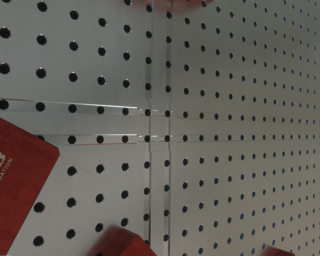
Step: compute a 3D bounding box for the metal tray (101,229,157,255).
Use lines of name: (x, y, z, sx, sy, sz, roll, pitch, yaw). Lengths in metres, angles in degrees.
metal tray: (-0.052, 0.199, 0.362, 0.130, 0.030, 0.090, -48, 119, -29)

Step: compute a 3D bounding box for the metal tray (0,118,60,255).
metal tray: (-0.160, 0.056, 0.271, 0.090, 0.030, 0.130, 36, 68, -34)

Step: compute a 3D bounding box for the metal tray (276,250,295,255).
metal tray: (0.231, 0.316, 0.599, 0.131, 0.030, 0.090, -43, 116, -31)
